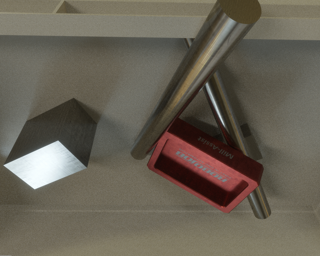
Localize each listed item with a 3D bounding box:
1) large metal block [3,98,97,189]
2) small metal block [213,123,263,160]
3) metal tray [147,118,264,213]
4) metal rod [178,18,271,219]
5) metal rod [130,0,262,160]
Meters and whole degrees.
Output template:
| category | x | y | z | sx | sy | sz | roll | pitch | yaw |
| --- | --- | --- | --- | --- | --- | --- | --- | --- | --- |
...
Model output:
| category | x | y | z | sx | sy | sz | roll | pitch | yaw |
| --- | --- | --- | --- | --- | --- | --- | --- | --- | --- |
| large metal block | -0.132 | 0.019 | 0.387 | 0.080 | 0.080 | 0.050 | -23 | 127 | 18 |
| small metal block | 0.109 | 0.027 | 0.434 | 0.050 | 0.025 | 0.050 | -23 | 127 | 18 |
| metal tray | 0.055 | 0.051 | 0.408 | 0.130 | 0.030 | 0.089 | 30 | 138 | 5 |
| metal rod | 0.091 | 0.009 | 0.389 | 0.025 | 0.025 | 0.299 | -19 | 119 | 15 |
| metal rod | 0.007 | -0.017 | 0.305 | 0.025 | 0.025 | 0.299 | 12 | 158 | -11 |
